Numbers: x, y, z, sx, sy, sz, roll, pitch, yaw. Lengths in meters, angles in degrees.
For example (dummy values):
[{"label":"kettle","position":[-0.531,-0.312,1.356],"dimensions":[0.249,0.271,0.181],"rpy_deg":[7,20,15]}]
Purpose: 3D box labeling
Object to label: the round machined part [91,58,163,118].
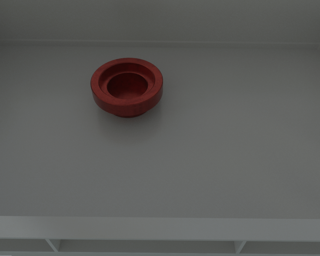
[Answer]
[{"label":"round machined part","position":[-0.045,-0.052,0.438],"dimensions":[0.099,0.042,0.098],"rpy_deg":[0,50,0]}]
